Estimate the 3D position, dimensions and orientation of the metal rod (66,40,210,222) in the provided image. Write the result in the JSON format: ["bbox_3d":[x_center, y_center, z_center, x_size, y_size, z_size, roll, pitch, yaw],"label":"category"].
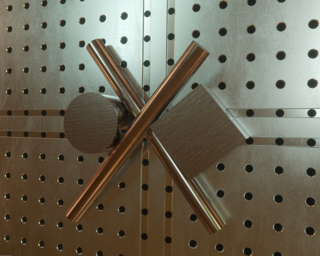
[{"bbox_3d":[-0.040,0.018,0.400,0.025,0.025,0.299,44,112,14],"label":"metal rod"}]

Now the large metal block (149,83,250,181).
[{"bbox_3d":[0.049,0.005,0.377,0.080,0.050,0.080,-40,78,15],"label":"large metal block"}]

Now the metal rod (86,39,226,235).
[{"bbox_3d":[-0.011,0.003,0.412,0.025,0.025,0.299,-37,78,16],"label":"metal rod"}]

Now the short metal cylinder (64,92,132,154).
[{"bbox_3d":[-0.082,-0.007,0.424,0.080,0.050,0.079,0,90,20],"label":"short metal cylinder"}]
